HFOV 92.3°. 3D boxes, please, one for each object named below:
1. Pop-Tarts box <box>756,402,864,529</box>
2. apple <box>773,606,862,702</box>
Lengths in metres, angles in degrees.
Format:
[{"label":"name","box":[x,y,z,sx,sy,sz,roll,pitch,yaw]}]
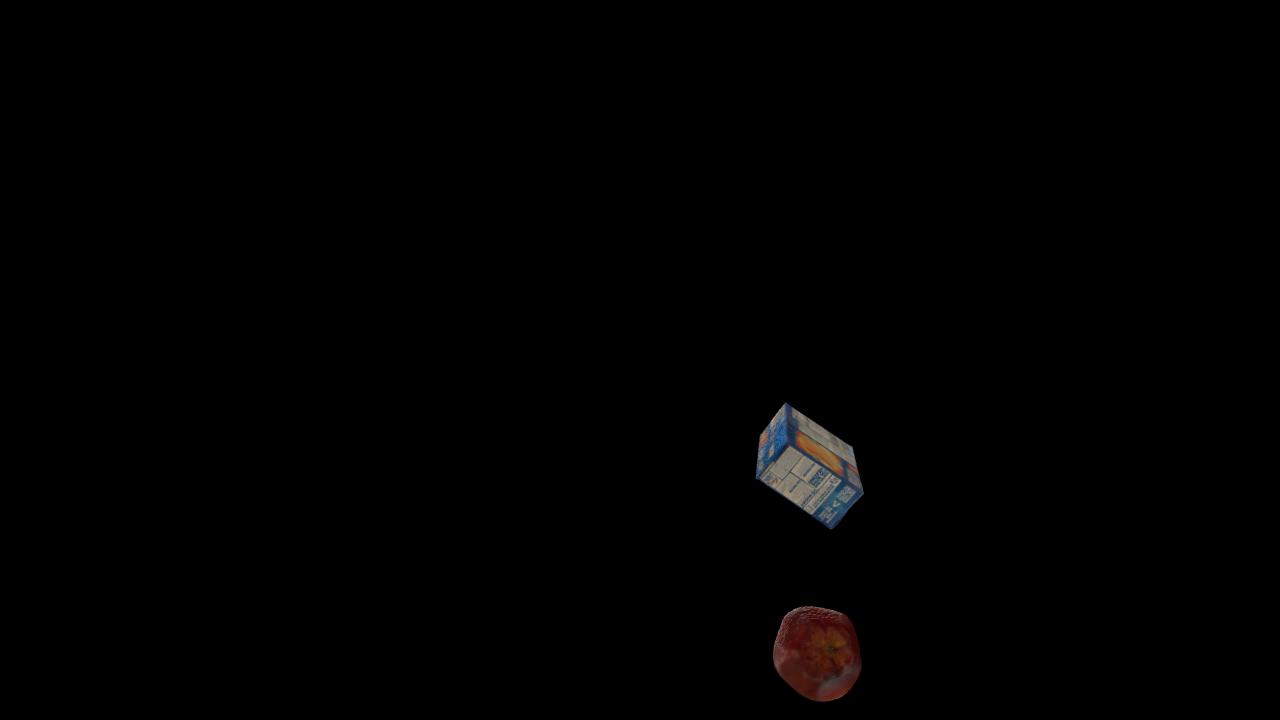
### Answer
[{"label":"Pop-Tarts box","box":[0.270,0.165,0.994,0.141,0.083,0.167,33,22,1]},{"label":"apple","box":[0.159,0.260,0.549,0.079,0.079,0.093,0,-31,3]}]
